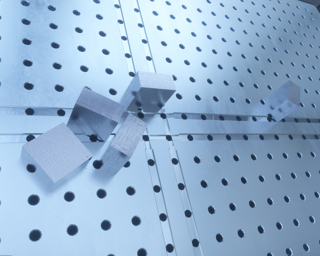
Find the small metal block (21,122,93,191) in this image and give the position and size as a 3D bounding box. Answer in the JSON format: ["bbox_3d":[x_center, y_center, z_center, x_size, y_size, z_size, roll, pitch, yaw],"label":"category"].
[{"bbox_3d":[-0.110,0.030,0.332,0.050,0.025,0.050,48,51,5],"label":"small metal block"}]

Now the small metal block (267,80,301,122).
[{"bbox_3d":[0.216,-0.047,0.540,0.025,0.050,0.050,30,52,-9],"label":"small metal block"}]

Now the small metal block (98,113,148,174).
[{"bbox_3d":[-0.043,0.019,0.359,0.025,0.050,0.050,32,51,-8],"label":"small metal block"}]

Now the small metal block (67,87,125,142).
[{"bbox_3d":[-0.075,-0.014,0.361,0.050,0.050,0.025,25,53,-13],"label":"small metal block"}]

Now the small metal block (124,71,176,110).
[{"bbox_3d":[-0.014,-0.049,0.416,0.050,0.050,0.025,1,61,-28],"label":"small metal block"}]
